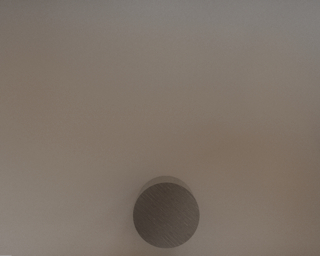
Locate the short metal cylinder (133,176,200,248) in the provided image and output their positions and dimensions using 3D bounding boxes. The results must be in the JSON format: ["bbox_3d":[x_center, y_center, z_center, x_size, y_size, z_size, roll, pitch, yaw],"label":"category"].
[{"bbox_3d":[0.008,0.105,0.399,0.080,0.050,0.080,0,90,0],"label":"short metal cylinder"}]
